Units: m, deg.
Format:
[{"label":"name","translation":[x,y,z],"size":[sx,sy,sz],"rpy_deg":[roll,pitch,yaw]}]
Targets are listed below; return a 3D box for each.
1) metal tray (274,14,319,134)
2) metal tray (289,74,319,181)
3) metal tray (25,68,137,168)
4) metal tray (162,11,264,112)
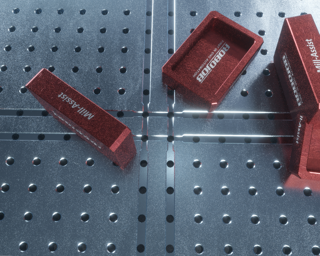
[{"label":"metal tray","translation":[0.183,-0.065,0.394],"size":[0.030,0.090,0.130],"rpy_deg":[-10,65,6]},{"label":"metal tray","translation":[0.218,0.001,0.382],"size":[0.090,0.030,0.129],"rpy_deg":[7,94,2]},{"label":"metal tray","translation":[-0.092,-0.009,0.380],"size":[0.130,0.090,0.030],"rpy_deg":[35,74,12]},{"label":"metal tray","translation":[0.075,-0.097,0.445],"size":[0.090,0.030,0.130],"rpy_deg":[35,74,12]}]
